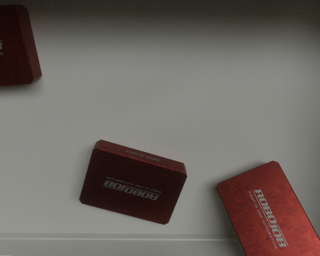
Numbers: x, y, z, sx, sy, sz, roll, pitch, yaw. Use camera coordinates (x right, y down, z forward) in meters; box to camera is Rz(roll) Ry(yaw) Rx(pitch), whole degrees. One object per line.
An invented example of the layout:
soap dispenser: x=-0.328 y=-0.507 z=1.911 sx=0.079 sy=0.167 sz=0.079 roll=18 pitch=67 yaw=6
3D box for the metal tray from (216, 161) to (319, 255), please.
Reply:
metal tray: x=0.143 y=0.120 z=0.413 sx=0.090 sy=0.030 sz=0.130 roll=-25 pitch=66 yaw=8

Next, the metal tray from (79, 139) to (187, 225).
metal tray: x=-0.038 y=0.078 z=0.437 sx=0.131 sy=0.030 sz=0.089 roll=17 pitch=109 yaw=-7

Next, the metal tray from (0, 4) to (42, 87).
metal tray: x=-0.220 y=-0.094 z=0.371 sx=0.131 sy=0.030 sz=0.089 roll=-5 pitch=110 yaw=1
